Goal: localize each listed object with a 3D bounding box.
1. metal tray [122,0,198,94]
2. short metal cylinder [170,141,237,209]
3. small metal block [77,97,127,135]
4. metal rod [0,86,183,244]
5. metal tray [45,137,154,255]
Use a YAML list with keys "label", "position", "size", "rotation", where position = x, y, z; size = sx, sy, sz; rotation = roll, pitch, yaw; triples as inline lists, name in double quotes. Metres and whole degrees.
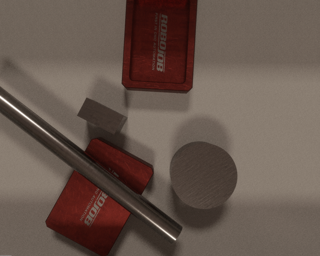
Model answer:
- label: "metal tray"
  position: [0.000, -0.114, 0.408]
  size: [0.091, 0.030, 0.129]
  rotation: [3, 90, -1]
- label: "short metal cylinder"
  position: [0.054, 0.058, 0.400]
  size: [0.081, 0.050, 0.079]
  rotation: [0, 90, -1]
- label: "small metal block"
  position: [-0.072, -0.015, 0.398]
  size: [0.050, 0.050, 0.025]
  rotation: [27, 90, -1]
- label: "metal rod"
  position: [-0.099, 0.040, 0.379]
  size: [0.300, 0.025, 0.025]
  rotation: [38, 90, 0]
- label: "metal tray"
  position: [-0.077, 0.088, 0.408]
  size: [0.090, 0.030, 0.130]
  rotation: [29, 90, -1]
